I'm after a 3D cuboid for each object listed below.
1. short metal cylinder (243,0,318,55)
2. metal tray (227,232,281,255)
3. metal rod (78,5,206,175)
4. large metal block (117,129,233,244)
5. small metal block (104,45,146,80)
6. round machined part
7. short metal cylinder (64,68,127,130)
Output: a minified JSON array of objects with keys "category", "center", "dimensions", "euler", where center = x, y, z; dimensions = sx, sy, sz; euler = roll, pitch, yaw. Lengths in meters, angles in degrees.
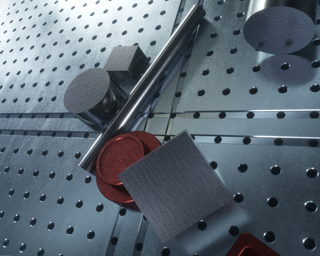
[{"category":"short metal cylinder","center":[0.147,-0.136,0.379],"dimensions":[0.080,0.080,0.050],"euler":[3,64,30]},{"category":"metal tray","center":[0.074,0.169,0.261],"dimensions":[0.090,0.030,0.130],"euler":[32,79,38]},{"category":"metal rod","center":[-0.020,-0.064,0.457],"dimensions":[0.025,0.025,0.300],"euler":[25,75,36]},{"category":"large metal block","center":[0.016,0.057,0.324],"dimensions":[0.080,0.050,0.080],"euler":[-34,89,6]},{"category":"small metal block","center":[-0.058,-0.106,0.504],"dimensions":[0.050,0.025,0.050],"euler":[6,65,31]},{"category":"round machined part","center":[-0.040,0.046,0.390],"dimensions":[0.098,0.042,0.098],"euler":[-13,56,21]},{"category":"short metal cylinder","center":[-0.097,-0.044,0.470],"dimensions":[0.080,0.050,0.080],"euler":[-13,56,21]}]
